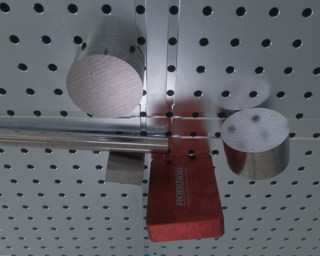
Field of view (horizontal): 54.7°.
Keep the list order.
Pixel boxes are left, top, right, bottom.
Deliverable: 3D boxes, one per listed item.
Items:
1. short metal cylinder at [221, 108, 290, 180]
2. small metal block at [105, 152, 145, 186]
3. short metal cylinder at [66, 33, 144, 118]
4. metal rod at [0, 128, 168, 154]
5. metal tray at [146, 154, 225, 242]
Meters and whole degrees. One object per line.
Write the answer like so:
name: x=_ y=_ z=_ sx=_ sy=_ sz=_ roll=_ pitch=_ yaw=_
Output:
short metal cylinder: x=0.121 y=0.019 z=0.393 sx=0.080 sy=0.080 sz=0.050 roll=-12 pitch=129 yaw=10
small metal block: x=-0.049 y=0.051 z=0.439 sx=0.050 sy=0.050 sz=0.025 roll=8 pitch=130 yaw=-7
short metal cylinder: x=-0.058 y=-0.057 z=0.346 sx=0.081 sy=0.050 sz=0.079 roll=0 pitch=130 yaw=0
metal rod: x=-0.140 y=0.016 z=0.424 sx=0.302 sy=0.025 sz=0.025 roll=3 pitch=130 yaw=-3
metal tray: x=0.031 y=0.088 z=0.416 sx=0.090 sy=0.130 sz=0.030 roll=-6 pitch=120 yaw=5
